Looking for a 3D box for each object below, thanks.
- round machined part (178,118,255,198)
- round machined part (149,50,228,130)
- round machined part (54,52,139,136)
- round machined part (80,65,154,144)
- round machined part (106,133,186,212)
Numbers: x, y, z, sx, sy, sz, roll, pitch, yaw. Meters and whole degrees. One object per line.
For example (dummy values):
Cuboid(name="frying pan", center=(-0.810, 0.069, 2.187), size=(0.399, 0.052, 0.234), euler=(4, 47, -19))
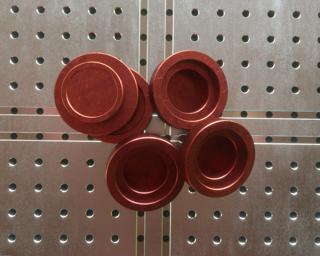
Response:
Cuboid(name="round machined part", center=(0.068, 0.035, 0.394), size=(0.099, 0.042, 0.097), euler=(-4, 102, -21))
Cuboid(name="round machined part", center=(0.033, -0.046, 0.396), size=(0.099, 0.042, 0.097), euler=(0, 91, -17))
Cuboid(name="round machined part", center=(-0.075, -0.040, 0.361), size=(0.099, 0.042, 0.097), euler=(0, 90, -1))
Cuboid(name="round machined part", center=(-0.057, -0.030, 0.403), size=(0.099, 0.042, 0.097), euler=(0, 90, -1))
Cuboid(name="round machined part", center=(-0.020, 0.053, 0.396), size=(0.099, 0.042, 0.097), euler=(-3, 105, -10))
